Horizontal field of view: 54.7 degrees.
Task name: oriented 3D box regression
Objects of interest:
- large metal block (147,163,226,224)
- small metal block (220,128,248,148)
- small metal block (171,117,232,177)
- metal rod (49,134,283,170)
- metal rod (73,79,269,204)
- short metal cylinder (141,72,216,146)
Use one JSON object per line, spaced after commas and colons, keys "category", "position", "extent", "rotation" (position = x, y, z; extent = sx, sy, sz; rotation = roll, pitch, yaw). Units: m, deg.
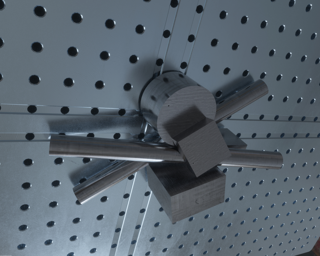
{"category": "large metal block", "position": [0.034, 0.074, 0.435], "extent": [0.081, 0.080, 0.050], "rotation": [-17, 125, -19]}
{"category": "small metal block", "position": [0.089, 0.023, 0.454], "extent": [0.050, 0.050, 0.025], "rotation": [0, 118, -28]}
{"category": "small metal block", "position": [0.050, 0.022, 0.372], "extent": [0.050, 0.025, 0.050], "rotation": [-31, 106, -8]}
{"category": "metal rod", "position": [0.020, 0.032, 0.392], "extent": [0.302, 0.025, 0.025], "rotation": [5, 117, -16]}
{"category": "metal rod", "position": [0.021, 0.014, 0.428], "extent": [0.301, 0.025, 0.025], "rotation": [-30, 129, -9]}
{"category": "short metal cylinder", "position": [0.022, -0.024, 0.388], "extent": [0.081, 0.050, 0.079], "rotation": [-14, 123, -21]}
